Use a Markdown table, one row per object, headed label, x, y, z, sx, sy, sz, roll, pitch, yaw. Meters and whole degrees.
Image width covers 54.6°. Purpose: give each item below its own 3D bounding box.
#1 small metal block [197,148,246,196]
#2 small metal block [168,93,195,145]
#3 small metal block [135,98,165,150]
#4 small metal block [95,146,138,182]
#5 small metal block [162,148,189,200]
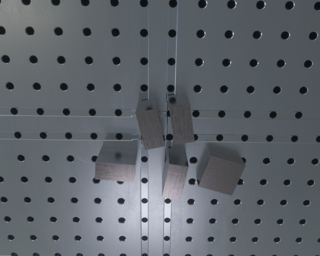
| label | x | y | z | sx | sy | sz | roll | pitch | yaw |
| --- | --- | --- | --- | --- | --- | --- | --- | --- | --- |
| small metal block | 0.085 | 0.062 | 0.437 | 0.050 | 0.025 | 0.050 | 16 | 109 | -6 |
| small metal block | 0.027 | -0.013 | 0.395 | 0.025 | 0.050 | 0.050 | -8 | 110 | 3 |
| small metal block | -0.011 | -0.006 | 0.398 | 0.025 | 0.050 | 0.050 | -12 | 110 | 4 |
| small metal block | -0.057 | 0.048 | 0.417 | 0.050 | 0.050 | 0.025 | 5 | 110 | -2 |
| small metal block | 0.020 | 0.061 | 0.423 | 0.025 | 0.050 | 0.050 | 10 | 110 | -4 |
